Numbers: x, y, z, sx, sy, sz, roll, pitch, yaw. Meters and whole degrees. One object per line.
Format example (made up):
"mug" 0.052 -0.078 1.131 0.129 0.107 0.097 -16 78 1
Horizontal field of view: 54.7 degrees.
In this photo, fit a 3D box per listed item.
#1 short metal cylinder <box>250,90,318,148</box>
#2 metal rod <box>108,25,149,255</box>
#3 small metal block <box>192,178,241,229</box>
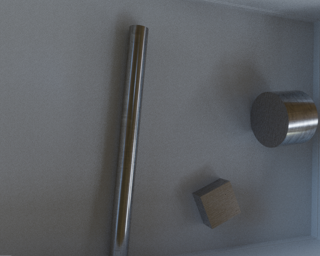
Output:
"short metal cylinder" 0.177 -0.014 0.449 0.050 0.080 0.079 -6 92 -20
"metal rod" -0.040 0.019 0.396 0.025 0.025 0.298 6 88 -20
"small metal block" 0.081 0.107 0.442 0.050 0.025 0.050 -23 98 -19
